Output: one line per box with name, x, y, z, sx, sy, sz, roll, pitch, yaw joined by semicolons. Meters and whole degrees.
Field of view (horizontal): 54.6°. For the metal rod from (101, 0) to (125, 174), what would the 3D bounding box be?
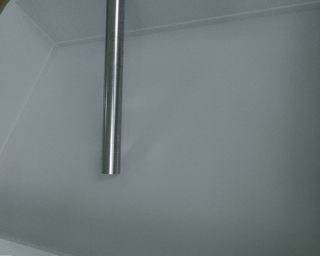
metal rod;-0.062;-0.090;0.415;0.025;0.025;0.298;0;87;28
